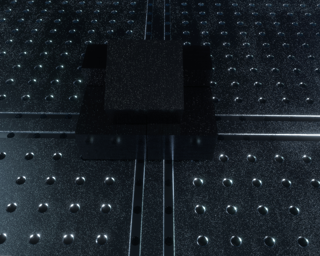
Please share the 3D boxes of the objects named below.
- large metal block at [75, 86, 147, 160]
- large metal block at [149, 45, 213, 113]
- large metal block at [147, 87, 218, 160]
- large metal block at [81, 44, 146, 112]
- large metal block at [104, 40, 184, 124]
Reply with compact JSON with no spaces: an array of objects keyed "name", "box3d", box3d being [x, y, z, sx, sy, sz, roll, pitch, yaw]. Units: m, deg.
[{"name":"large metal block","box3d":[-0.056,-0.007,0.394,0.081,0.050,0.080,1,50,0]},{"name":"large metal block","box3d":[0.025,-0.066,0.426,0.081,0.080,0.050,1,50,0]},{"name":"large metal block","box3d":[0.026,-0.006,0.394,0.081,0.050,0.080,1,50,0]},{"name":"large metal block","box3d":[-0.056,-0.067,0.426,0.081,0.080,0.050,1,50,0]},{"name":"large metal block","box3d":[-0.016,-0.050,0.347,0.081,0.050,0.080,0,74,-1]}]
